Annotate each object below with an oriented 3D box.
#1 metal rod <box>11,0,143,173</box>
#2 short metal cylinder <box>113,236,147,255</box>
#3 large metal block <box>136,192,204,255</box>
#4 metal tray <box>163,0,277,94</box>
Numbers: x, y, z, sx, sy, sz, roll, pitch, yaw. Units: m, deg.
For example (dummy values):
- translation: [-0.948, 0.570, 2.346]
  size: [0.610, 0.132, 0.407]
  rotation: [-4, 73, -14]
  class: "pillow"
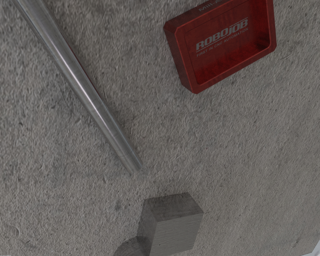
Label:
- translation: [-0.086, -0.054, 0.326]
  size: [0.025, 0.025, 0.299]
  rotation: [-32, 129, -7]
  class: "metal rod"
- translation: [-0.033, 0.226, 0.513]
  size: [0.081, 0.050, 0.079]
  rotation: [-14, 124, -21]
  class: "short metal cylinder"
- translation: [0.014, 0.155, 0.495]
  size: [0.081, 0.050, 0.079]
  rotation: [-3, 120, -27]
  class: "large metal block"
- translation: [0.078, -0.110, 0.377]
  size: [0.131, 0.030, 0.090]
  rotation: [-30, 129, -9]
  class: "metal tray"
